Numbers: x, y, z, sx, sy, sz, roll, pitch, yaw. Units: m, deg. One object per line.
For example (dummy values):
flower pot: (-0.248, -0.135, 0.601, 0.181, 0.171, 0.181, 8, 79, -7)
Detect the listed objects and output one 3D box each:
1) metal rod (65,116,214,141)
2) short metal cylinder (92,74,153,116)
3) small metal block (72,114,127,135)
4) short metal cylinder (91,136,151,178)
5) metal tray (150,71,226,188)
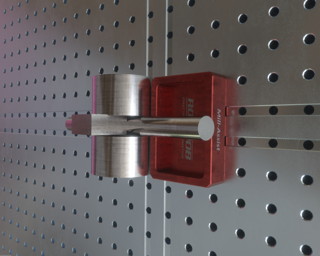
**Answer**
metal rod: (-0.053, -0.003, 0.422, 0.300, 0.025, 0.025, 2, 92, 49)
short metal cylinder: (-0.049, -0.041, 0.412, 0.080, 0.081, 0.050, 1, 91, 40)
small metal block: (-0.078, -0.004, 0.395, 0.050, 0.050, 0.025, 1, 91, 48)
short metal cylinder: (-0.051, 0.035, 0.415, 0.080, 0.081, 0.050, 2, 92, 40)
metal tray: (0.032, 0.001, 0.379, 0.090, 0.030, 0.129, 2, 91, 40)
